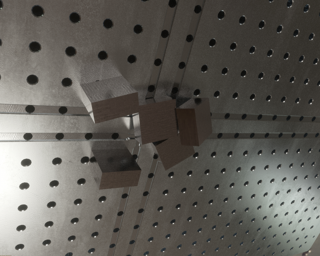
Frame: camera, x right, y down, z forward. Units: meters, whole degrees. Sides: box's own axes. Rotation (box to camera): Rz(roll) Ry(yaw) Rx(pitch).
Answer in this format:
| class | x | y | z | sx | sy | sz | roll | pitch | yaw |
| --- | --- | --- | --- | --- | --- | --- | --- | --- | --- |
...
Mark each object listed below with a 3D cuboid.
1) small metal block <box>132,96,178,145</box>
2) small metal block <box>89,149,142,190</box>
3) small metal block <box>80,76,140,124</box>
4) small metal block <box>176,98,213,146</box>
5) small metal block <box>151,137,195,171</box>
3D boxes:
| class | x | y | z | sx | sy | sz | roll | pitch | yaw |
| --- | --- | --- | --- | --- | --- | --- | --- | --- | --- |
| small metal block | -0.006 | -0.011 | 0.395 | 0.050 | 0.025 | 0.050 | -12 | 110 | -22 |
| small metal block | -0.058 | 0.051 | 0.396 | 0.050 | 0.050 | 0.025 | 0 | 118 | -29 |
| small metal block | -0.056 | -0.033 | 0.345 | 0.050 | 0.050 | 0.025 | -16 | 125 | -20 |
| small metal block | 0.047 | -0.009 | 0.409 | 0.050 | 0.025 | 0.050 | -36 | 122 | -54 |
| small metal block | 0.017 | 0.025 | 0.438 | 0.050 | 0.025 | 0.050 | -29 | 129 | -10 |
